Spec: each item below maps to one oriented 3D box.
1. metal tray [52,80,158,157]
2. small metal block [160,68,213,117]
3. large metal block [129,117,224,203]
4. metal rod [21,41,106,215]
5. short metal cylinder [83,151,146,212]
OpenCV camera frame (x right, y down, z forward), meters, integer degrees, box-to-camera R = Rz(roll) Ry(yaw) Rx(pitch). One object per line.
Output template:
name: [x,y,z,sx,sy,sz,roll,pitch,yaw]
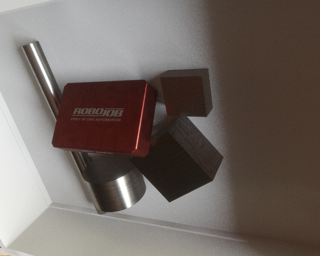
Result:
metal tray: [-0.073,-0.013,0.399,0.130,0.030,0.090,2,76,27]
small metal block: [0.032,-0.041,0.365,0.050,0.025,0.050,3,120,26]
large metal block: [0.021,0.040,0.405,0.080,0.050,0.080,48,129,-6]
metal rod: [-0.140,0.014,0.488,0.025,0.025,0.298,-3,117,29]
short metal cylinder: [-0.065,0.076,0.453,0.080,0.080,0.050,0,118,28]
